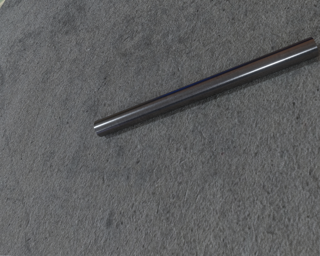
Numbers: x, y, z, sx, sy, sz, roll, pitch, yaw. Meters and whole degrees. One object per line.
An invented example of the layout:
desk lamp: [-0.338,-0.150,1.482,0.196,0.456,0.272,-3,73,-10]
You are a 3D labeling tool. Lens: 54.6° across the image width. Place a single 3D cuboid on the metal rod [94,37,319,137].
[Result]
metal rod: [0.047,-0.047,0.408,0.300,0.025,0.025,-20,54,16]
